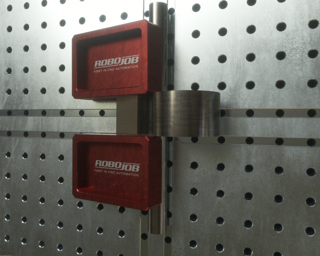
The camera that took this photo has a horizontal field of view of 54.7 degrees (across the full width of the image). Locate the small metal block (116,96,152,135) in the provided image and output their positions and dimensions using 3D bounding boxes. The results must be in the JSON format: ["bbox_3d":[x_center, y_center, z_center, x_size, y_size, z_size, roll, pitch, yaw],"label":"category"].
[{"bbox_3d":[-0.034,-0.016,0.409,0.050,0.025,0.050,1,91,51],"label":"small metal block"}]

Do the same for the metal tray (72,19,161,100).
[{"bbox_3d":[-0.061,-0.085,0.413,0.130,0.030,0.089,0,90,32],"label":"metal tray"}]

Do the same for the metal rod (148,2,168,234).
[{"bbox_3d":[-0.003,-0.013,0.409,0.025,0.025,0.298,0,90,20],"label":"metal rod"}]

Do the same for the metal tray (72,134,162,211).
[{"bbox_3d":[-0.060,0.054,0.412,0.130,0.030,0.089,1,90,32],"label":"metal tray"}]

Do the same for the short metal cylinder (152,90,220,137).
[{"bbox_3d":[0.031,-0.016,0.369,0.080,0.080,0.050,0,90,20],"label":"short metal cylinder"}]
